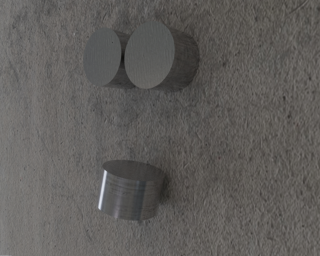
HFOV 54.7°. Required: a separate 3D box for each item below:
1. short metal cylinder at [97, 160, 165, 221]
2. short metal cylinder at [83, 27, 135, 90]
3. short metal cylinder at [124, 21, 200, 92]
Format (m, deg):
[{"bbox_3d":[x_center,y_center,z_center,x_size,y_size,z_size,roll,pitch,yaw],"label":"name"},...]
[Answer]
[{"bbox_3d":[-0.038,0.077,0.401,0.080,0.081,0.050,18,102,38],"label":"short metal cylinder"},{"bbox_3d":[-0.064,-0.097,0.442,0.080,0.050,0.080,0,90,40],"label":"short metal cylinder"},{"bbox_3d":[0.002,-0.087,0.387,0.080,0.050,0.080,0,90,40],"label":"short metal cylinder"}]
